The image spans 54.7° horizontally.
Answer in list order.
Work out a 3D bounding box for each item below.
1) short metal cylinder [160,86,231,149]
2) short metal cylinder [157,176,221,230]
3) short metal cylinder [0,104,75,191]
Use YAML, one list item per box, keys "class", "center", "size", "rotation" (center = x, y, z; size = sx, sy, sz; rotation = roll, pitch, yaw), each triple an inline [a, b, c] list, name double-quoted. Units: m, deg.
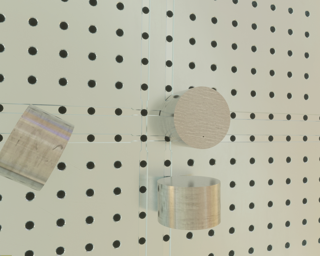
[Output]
- class: "short metal cylinder"
  center: [0.046, -0.013, 0.416]
  size: [0.081, 0.050, 0.079]
  rotation: [0, 90, -20]
- class: "short metal cylinder"
  center: [0.037, 0.093, 0.397]
  size: [0.081, 0.080, 0.050]
  rotation: [-1, 91, -20]
- class: "short metal cylinder"
  center: [-0.135, 0.021, 0.334]
  size: [0.050, 0.080, 0.080]
  rotation: [29, 81, -18]
